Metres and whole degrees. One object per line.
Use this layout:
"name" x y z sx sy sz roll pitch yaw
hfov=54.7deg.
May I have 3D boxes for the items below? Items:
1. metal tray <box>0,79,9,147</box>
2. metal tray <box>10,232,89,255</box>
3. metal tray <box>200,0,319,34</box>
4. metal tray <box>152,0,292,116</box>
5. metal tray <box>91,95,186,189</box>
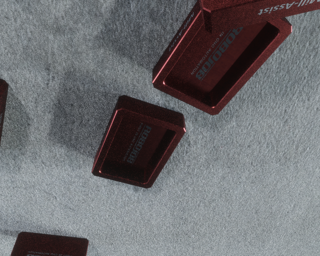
"metal tray" -0.248 -0.015 0.387 0.091 0.030 0.129 18 128 -15
"metal tray" -0.205 0.246 0.570 0.131 0.090 0.030 10 129 -9
"metal tray" 0.093 -0.135 0.249 0.131 0.090 0.030 -11 162 8
"metal tray" 0.061 -0.082 0.335 0.091 0.030 0.129 24 126 -20
"metal tray" -0.032 0.025 0.424 0.091 0.030 0.129 17 128 -15
